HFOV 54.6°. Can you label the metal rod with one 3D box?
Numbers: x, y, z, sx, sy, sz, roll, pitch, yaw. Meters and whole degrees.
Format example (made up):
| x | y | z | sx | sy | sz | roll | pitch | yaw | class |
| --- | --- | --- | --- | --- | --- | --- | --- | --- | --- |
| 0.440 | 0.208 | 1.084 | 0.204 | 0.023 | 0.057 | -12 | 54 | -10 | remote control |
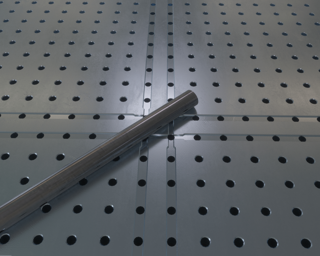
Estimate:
| x | y | z | sx | sy | sz | roll | pitch | yaw | class |
| --- | --- | --- | --- | --- | --- | --- | --- | --- | --- |
| -0.069 | 0.031 | 0.381 | 0.302 | 0.025 | 0.025 | -33 | 58 | -25 | metal rod |
